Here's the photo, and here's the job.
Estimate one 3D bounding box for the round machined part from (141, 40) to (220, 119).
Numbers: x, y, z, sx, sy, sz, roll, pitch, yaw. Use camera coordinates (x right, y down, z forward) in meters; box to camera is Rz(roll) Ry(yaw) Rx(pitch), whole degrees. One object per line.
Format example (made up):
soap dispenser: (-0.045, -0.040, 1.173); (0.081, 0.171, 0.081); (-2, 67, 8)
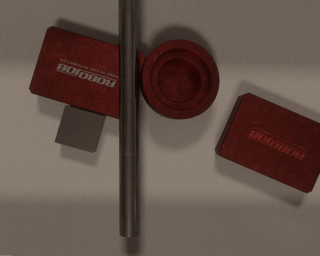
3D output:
round machined part: (0.022, -0.059, 0.397); (0.099, 0.042, 0.097); (0, 90, -12)

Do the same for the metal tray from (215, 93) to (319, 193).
metal tray: (0.151, 0.019, 0.411); (0.131, 0.030, 0.090); (23, 90, -1)

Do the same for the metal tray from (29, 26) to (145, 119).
metal tray: (-0.092, -0.070, 0.408); (0.131, 0.030, 0.090); (17, 90, -1)

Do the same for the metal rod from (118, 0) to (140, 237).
metal rod: (-0.038, -0.019, 0.380); (0.025, 0.025, 0.298); (0, 90, -1)

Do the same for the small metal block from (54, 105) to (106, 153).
small metal block: (-0.104, 0.001, 0.410); (0.050, 0.025, 0.050); (16, 90, -1)
